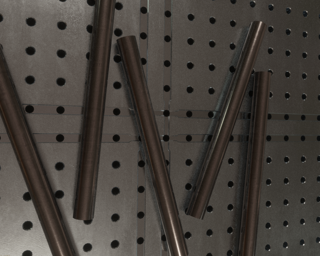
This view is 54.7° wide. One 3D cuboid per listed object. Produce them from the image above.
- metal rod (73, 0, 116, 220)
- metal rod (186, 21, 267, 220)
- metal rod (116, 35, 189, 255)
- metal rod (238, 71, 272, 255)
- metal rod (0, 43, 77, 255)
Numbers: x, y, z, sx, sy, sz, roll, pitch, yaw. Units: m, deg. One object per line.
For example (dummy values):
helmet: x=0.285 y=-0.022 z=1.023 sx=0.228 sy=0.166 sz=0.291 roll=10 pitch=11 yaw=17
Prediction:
metal rod: x=-0.080 y=-0.039 z=0.383 sx=0.025 sy=0.025 sz=0.298 roll=6 pitch=88 yaw=-20
metal rod: x=0.099 y=-0.016 z=0.450 sx=0.025 sy=0.025 sz=0.299 roll=23 pitch=82 yaw=-19
metal rod: x=-0.008 y=0.029 z=0.410 sx=0.025 sy=0.025 sz=0.298 roll=-16 pitch=96 yaw=-20
metal rod: x=0.142 y=0.065 z=0.467 sx=0.025 sy=0.025 sz=0.298 roll=6 pitch=88 yaw=-20
metal rod: x=-0.146 y=0.049 z=0.358 sx=0.025 sy=0.025 sz=0.298 roll=-20 pitch=97 yaw=-19
